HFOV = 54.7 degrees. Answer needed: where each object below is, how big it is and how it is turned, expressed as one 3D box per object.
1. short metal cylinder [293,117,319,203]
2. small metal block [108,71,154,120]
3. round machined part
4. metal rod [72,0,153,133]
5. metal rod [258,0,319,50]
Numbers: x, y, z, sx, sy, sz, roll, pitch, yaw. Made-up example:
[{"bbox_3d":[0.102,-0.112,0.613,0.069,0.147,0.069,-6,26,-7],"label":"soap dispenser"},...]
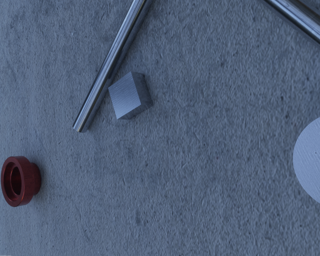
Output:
[{"bbox_3d":[0.160,0.026,0.256,0.080,0.050,0.079,0,90,39],"label":"short metal cylinder"},{"bbox_3d":[-0.042,-0.045,0.437,0.050,0.025,0.050,-28,73,36],"label":"small metal block"},{"bbox_3d":[-0.273,0.104,0.615,0.098,0.042,0.097,0,90,39],"label":"round machined part"},{"bbox_3d":[-0.060,-0.116,0.451,0.025,0.025,0.298,46,117,30],"label":"metal rod"},{"bbox_3d":[0.074,-0.186,0.342,0.025,0.025,0.300,-51,60,27],"label":"metal rod"}]
